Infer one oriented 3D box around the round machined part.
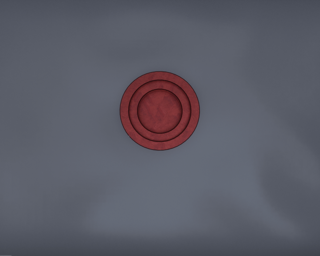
[{"bbox_3d":[0.000,-0.021,0.400,0.099,0.042,0.097,0,90,0],"label":"round machined part"}]
